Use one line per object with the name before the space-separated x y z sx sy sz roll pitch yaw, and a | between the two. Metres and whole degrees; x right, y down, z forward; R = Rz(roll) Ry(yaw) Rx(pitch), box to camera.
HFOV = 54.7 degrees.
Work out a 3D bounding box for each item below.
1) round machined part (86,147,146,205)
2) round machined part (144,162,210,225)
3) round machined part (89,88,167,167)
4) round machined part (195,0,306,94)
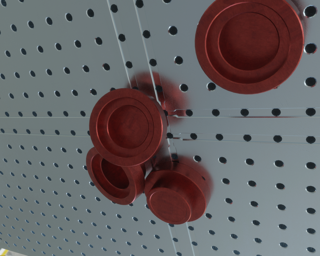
round machined part | -0.060 0.062 0.461 0.098 0.042 0.097 20 126 30
round machined part | 0.020 0.101 0.451 0.098 0.042 0.097 13 124 20
round machined part | -0.038 -0.002 0.401 0.098 0.042 0.097 1 94 17
round machined part | 0.087 -0.085 0.301 0.098 0.042 0.097 13 124 20
